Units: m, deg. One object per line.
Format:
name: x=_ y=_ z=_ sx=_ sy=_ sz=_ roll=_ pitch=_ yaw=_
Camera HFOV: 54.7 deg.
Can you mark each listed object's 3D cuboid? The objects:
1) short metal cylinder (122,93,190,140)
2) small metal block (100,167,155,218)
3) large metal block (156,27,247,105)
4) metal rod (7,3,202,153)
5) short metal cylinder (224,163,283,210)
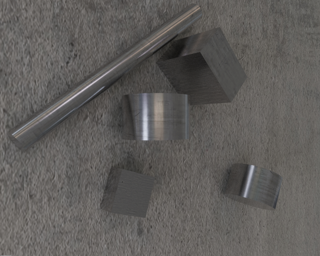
short metal cylinder: x=-0.004 y=-0.013 z=0.365 sx=0.081 sy=0.080 sz=0.050 roll=-1 pitch=91 yaw=-40
small metal block: x=-0.038 y=0.078 z=0.373 sx=0.050 sy=0.025 sz=0.050 roll=22 pitch=76 yaw=-38
large metal block: x=0.056 y=-0.078 z=0.416 sx=0.080 sy=0.080 sz=0.050 roll=51 pitch=60 yaw=-28
metal rod: x=-0.043 y=-0.077 z=0.368 sx=0.301 sy=0.025 sz=0.025 roll=-44 pitch=117 yaw=-31
short metal cylinder: x=0.148 y=0.094 z=0.493 sx=0.080 sy=0.080 sz=0.050 roll=31 pitch=71 yaw=-36
